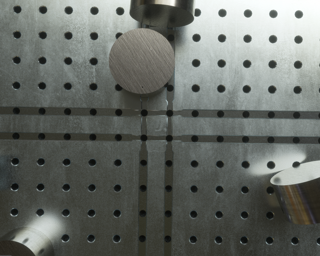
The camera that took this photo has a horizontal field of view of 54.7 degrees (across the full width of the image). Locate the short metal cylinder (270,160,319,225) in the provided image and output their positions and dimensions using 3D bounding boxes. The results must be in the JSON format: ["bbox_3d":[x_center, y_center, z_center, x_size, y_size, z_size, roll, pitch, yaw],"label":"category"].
[{"bbox_3d":[0.187,0.078,0.387,0.080,0.080,0.050,-21,90,0],"label":"short metal cylinder"}]

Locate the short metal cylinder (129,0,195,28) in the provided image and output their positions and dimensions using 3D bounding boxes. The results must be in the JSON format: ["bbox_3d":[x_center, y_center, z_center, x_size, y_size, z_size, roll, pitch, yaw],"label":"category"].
[{"bbox_3d":[0.004,-0.163,0.386,0.081,0.080,0.050,5,90,0],"label":"short metal cylinder"}]

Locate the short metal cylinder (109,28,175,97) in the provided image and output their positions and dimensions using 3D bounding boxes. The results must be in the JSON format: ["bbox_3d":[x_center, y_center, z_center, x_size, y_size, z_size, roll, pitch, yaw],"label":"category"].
[{"bbox_3d":[-0.022,-0.082,0.401,0.081,0.050,0.079,0,90,0],"label":"short metal cylinder"}]

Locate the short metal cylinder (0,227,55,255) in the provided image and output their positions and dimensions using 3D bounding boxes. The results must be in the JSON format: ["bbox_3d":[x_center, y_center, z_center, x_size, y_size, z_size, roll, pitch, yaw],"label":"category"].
[{"bbox_3d":[-0.185,0.176,0.399,0.081,0.050,0.079,0,90,0],"label":"short metal cylinder"}]
